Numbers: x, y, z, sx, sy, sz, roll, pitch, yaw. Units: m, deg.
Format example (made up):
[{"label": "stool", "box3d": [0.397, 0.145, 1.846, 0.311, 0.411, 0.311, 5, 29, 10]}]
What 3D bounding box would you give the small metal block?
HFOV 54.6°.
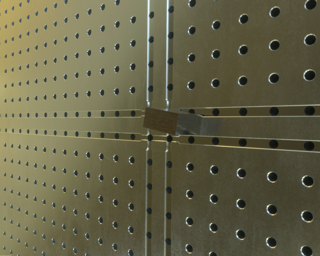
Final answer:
[{"label": "small metal block", "box3d": [0.016, -0.009, 0.381, 0.050, 0.050, 0.025, 14, 99, 39]}]
